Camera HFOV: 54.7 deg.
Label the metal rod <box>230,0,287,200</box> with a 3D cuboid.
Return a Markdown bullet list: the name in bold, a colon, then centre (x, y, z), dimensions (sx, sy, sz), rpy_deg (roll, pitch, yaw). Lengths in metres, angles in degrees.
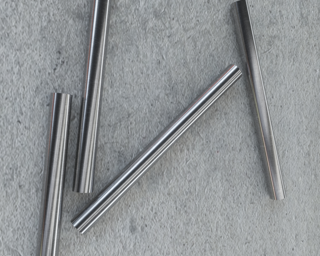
- **metal rod**: centre (0.149, -0.038, 0.465), dimensions (0.025, 0.025, 0.298), rpy_deg (-15, 95, -20)

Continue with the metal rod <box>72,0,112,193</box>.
- **metal rod**: centre (-0.080, -0.072, 0.379), dimensions (0.025, 0.025, 0.298), rpy_deg (6, 88, -20)

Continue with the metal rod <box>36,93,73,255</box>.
- **metal rod**: centre (-0.128, 0.109, 0.362), dimensions (0.025, 0.025, 0.298), rpy_deg (5, 88, -20)

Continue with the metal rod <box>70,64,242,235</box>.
- **metal rod**: centre (0.005, 0.019, 0.411), dimensions (0.301, 0.025, 0.025), rpy_deg (-44, 104, -15)
